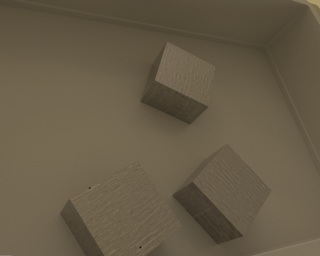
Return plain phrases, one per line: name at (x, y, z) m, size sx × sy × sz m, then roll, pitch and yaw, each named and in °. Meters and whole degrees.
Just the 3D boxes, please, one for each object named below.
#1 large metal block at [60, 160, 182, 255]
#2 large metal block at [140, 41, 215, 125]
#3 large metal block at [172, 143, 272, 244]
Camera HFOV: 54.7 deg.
large metal block at (-0.040, 0.092, 0.312) m, size 0.081 × 0.050 × 0.080 m, roll -27°, pitch 77°, yaw -37°
large metal block at (0.027, -0.064, 0.443) m, size 0.080 × 0.050 × 0.080 m, roll 24°, pitch 53°, yaw -13°
large metal block at (0.077, 0.080, 0.382) m, size 0.080 × 0.050 × 0.080 m, roll 47°, pitch 51°, yaw 4°
